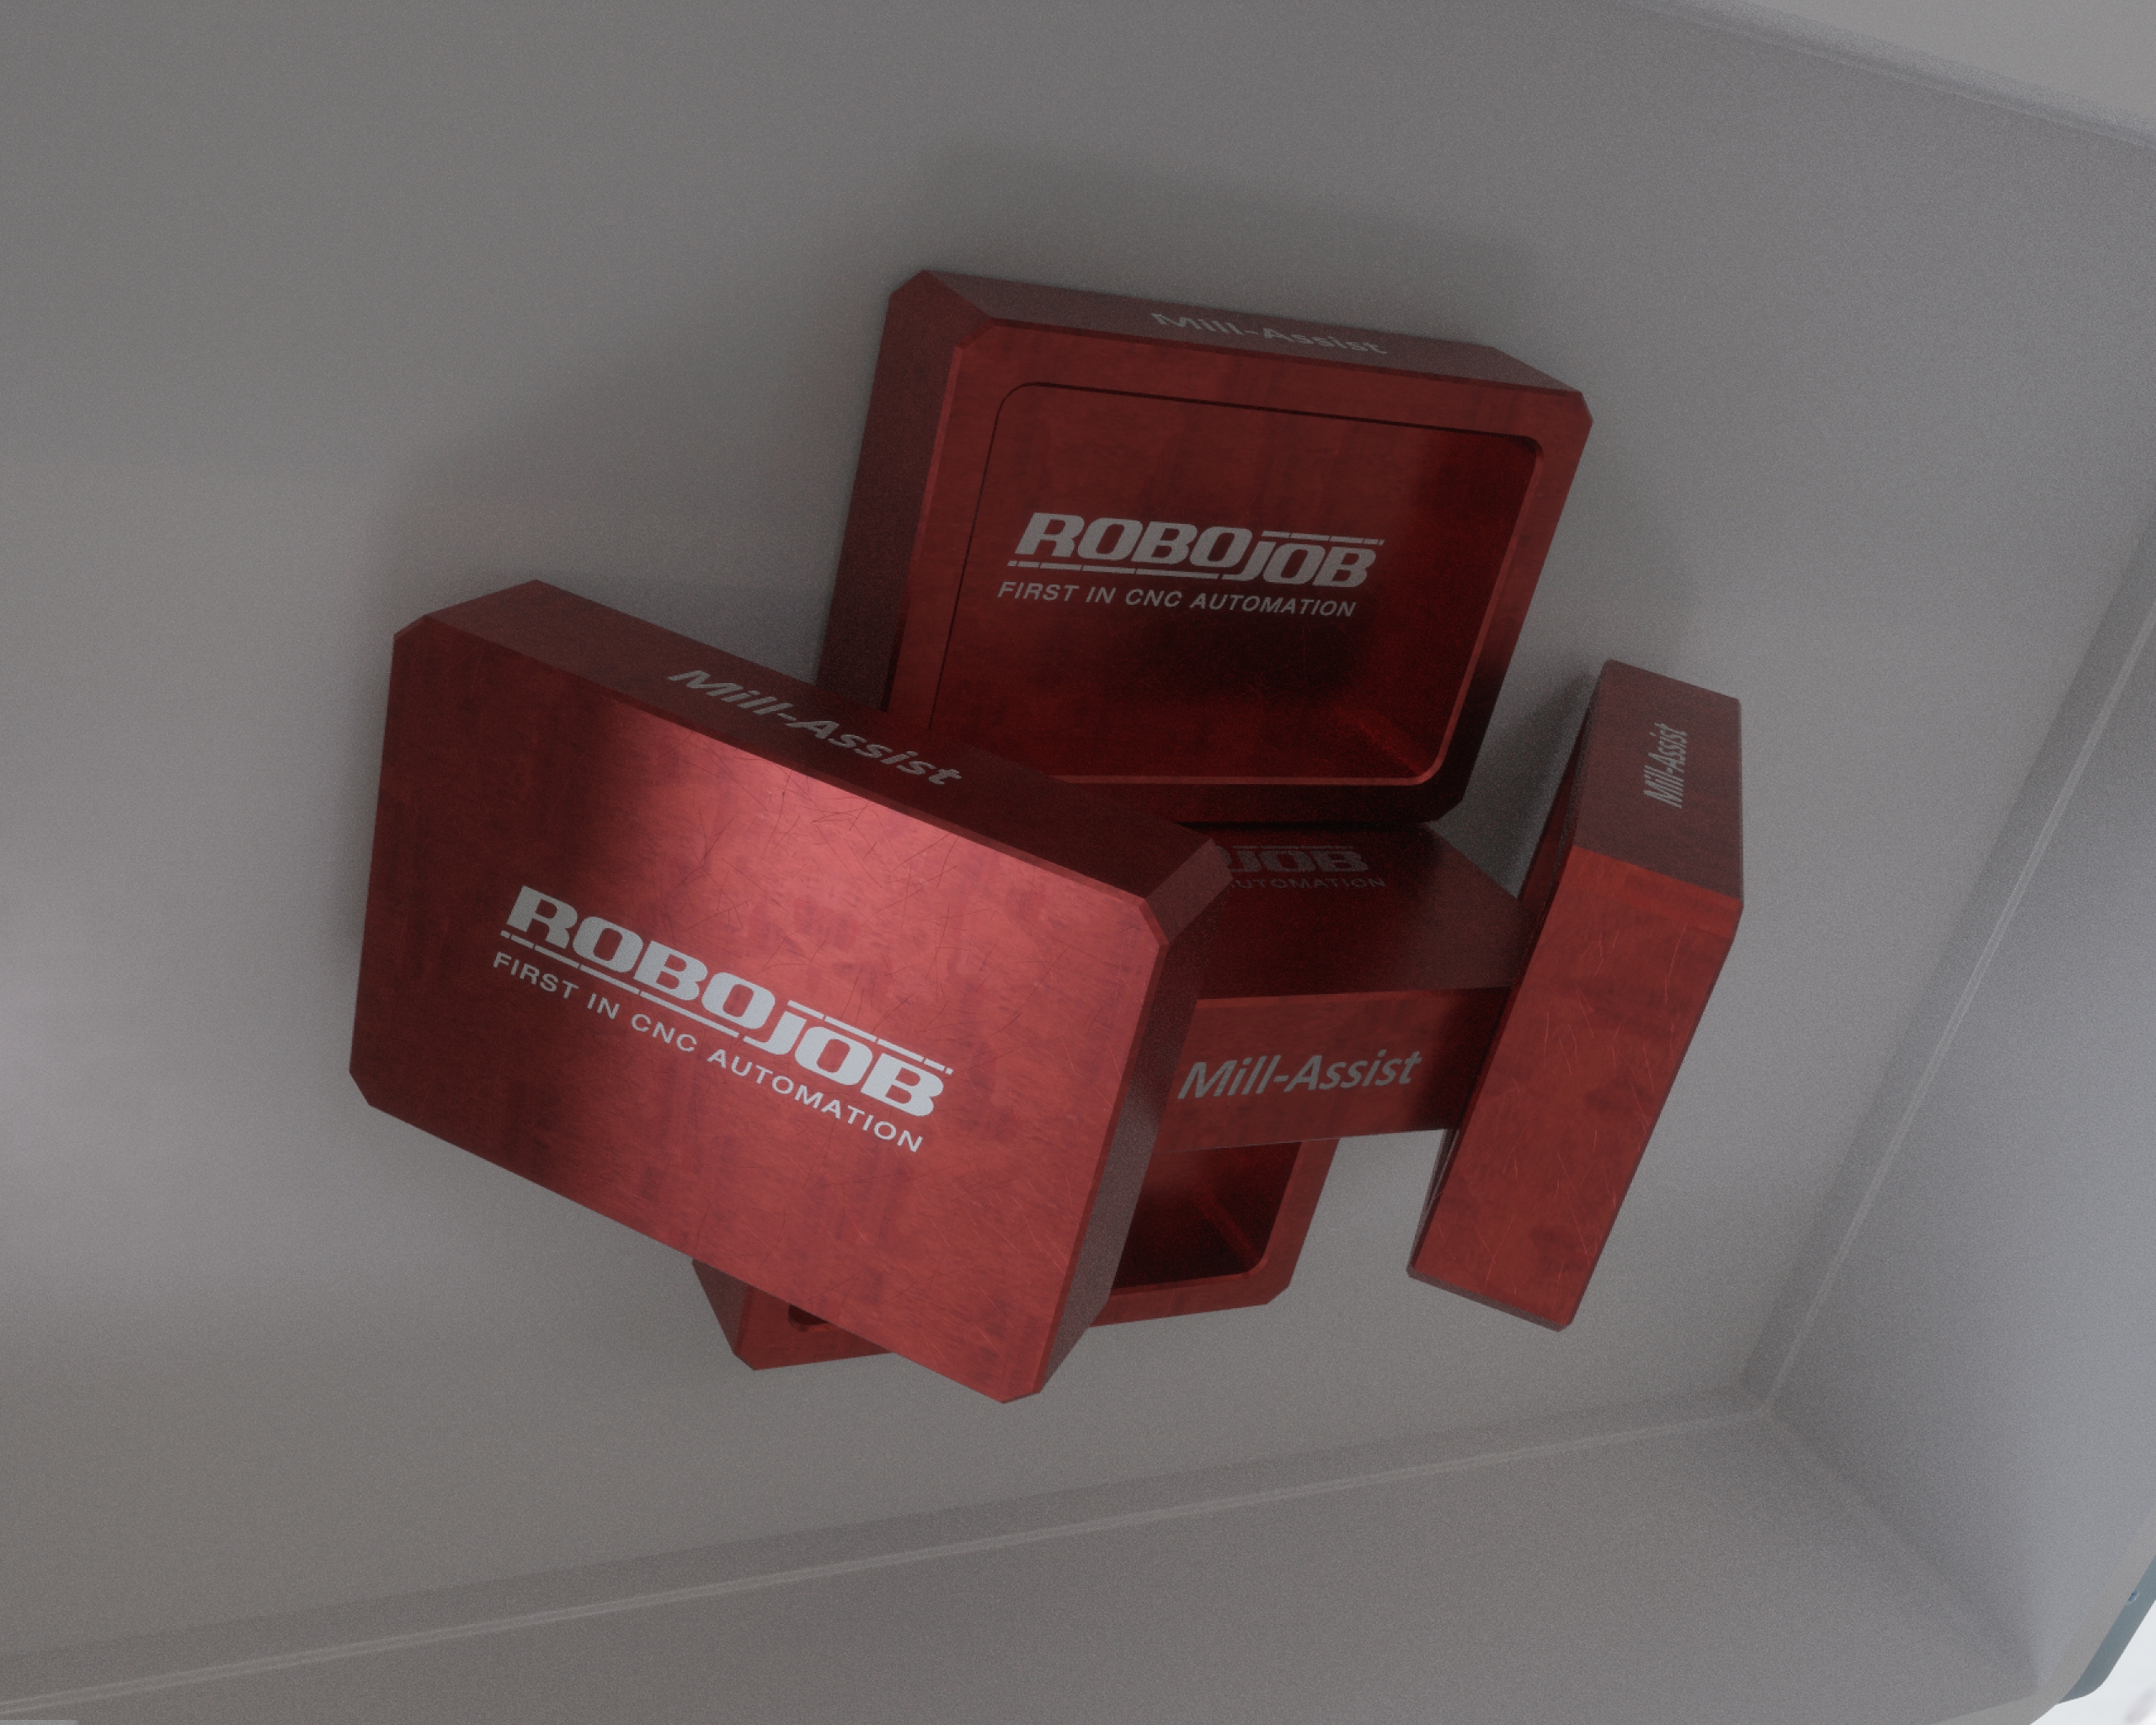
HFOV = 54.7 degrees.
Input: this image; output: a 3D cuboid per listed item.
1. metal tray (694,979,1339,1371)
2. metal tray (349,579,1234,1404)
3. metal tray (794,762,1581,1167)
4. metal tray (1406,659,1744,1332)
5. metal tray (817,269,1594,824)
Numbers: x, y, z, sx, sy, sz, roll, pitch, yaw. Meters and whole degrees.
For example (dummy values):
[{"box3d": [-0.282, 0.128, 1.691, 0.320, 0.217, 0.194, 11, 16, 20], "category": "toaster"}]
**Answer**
[{"box3d": [-0.006, 0.053, 0.431, 0.131, 0.030, 0.089, 0, 118, -29], "category": "metal tray"}, {"box3d": [-0.050, 0.019, 0.331, 0.030, 0.130, 0.089, -40, 148, -61], "category": "metal tray"}, {"box3d": [0.018, 0.014, 0.383, 0.131, 0.090, 0.030, 0, 118, -29], "category": "metal tray"}, {"box3d": [0.101, 0.020, 0.415, 0.030, 0.130, 0.089, 19, 115, 10], "category": "metal tray"}, {"box3d": [0.023, -0.053, 0.383, 0.131, 0.030, 0.089, -1, 119, -29], "category": "metal tray"}]
